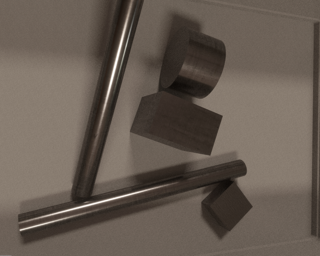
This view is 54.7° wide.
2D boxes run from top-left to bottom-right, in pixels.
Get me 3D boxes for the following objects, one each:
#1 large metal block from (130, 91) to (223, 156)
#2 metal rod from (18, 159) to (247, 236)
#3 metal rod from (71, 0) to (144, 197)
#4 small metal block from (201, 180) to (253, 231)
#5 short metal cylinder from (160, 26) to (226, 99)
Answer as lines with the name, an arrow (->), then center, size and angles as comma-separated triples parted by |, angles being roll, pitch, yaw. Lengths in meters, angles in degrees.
large metal block -> 0.017, -0.005, 0.389 | 0.080, 0.080, 0.050 | 21, 83, -19
metal rod -> -0.019, 0.085, 0.404 | 0.303, 0.025, 0.025 | -11, 94, -20
metal rod -> -0.051, -0.056, 0.328 | 0.025, 0.025, 0.298 | 11, 111, -20
small metal block -> 0.097, 0.111, 0.448 | 0.050, 0.025, 0.050 | -41, 103, -16
short metal cylinder -> 0.040, -0.083, 0.397 | 0.050, 0.080, 0.080 | 15, 85, -20
